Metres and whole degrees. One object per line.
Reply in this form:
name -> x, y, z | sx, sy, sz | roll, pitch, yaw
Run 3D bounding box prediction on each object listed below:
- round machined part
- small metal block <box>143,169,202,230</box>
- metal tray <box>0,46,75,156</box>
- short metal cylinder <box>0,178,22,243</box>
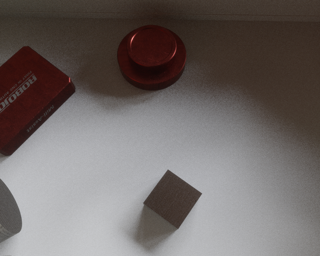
round machined part -> -0.012, -0.106, 0.439 | 0.099, 0.042, 0.098 | 0, 70, -1
small metal block -> 0.015, 0.087, 0.378 | 0.050, 0.025, 0.050 | 34, 73, 11
metal tray -> -0.193, -0.039, 0.419 | 0.090, 0.030, 0.130 | 37, 74, 12
short metal cylinder -> -0.199, 0.094, 0.344 | 0.050, 0.080, 0.080 | -29, 73, -10
